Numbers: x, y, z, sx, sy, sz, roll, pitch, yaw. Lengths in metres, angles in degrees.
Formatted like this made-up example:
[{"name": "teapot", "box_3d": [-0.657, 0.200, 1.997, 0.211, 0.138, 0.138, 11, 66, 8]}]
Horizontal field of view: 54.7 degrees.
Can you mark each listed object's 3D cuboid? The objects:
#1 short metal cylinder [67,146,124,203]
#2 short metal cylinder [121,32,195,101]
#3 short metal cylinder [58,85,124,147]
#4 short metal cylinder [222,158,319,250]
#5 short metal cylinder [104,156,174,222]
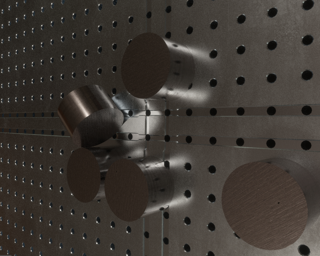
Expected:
[{"name": "short metal cylinder", "box_3d": [-0.097, 0.068, 0.470, 0.080, 0.050, 0.079, 0, 90, 39]}, {"name": "short metal cylinder", "box_3d": [-0.003, -0.075, 0.394, 0.080, 0.050, 0.079, 0, 90, 39]}, {"name": "short metal cylinder", "box_3d": [-0.101, -0.017, 0.454, 0.050, 0.081, 0.080, 52, 120, 27]}, {"name": "short metal cylinder", "box_3d": [0.108, 0.071, 0.303, 0.080, 0.050, 0.079, 0, 90, 39]}, {"name": "short metal cylinder", "box_3d": [-0.028, 0.079, 0.415, 0.080, 0.050, 0.079, 0, 90, 39]}]
